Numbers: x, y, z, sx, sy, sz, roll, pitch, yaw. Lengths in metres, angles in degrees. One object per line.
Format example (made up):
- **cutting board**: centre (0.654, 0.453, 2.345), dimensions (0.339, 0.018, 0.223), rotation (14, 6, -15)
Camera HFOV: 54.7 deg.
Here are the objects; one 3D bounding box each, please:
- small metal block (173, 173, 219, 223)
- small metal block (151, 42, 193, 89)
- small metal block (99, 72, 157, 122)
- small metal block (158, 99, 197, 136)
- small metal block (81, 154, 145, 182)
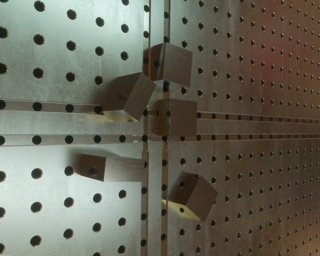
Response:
- **small metal block**: centre (0.054, 0.103, 0.457), dimensions (0.050, 0.025, 0.050), rotation (47, 62, -30)
- **small metal block**: centre (0.017, -0.084, 0.425), dimensions (0.050, 0.025, 0.050), rotation (8, 85, -40)
- **small metal block**: centre (-0.038, -0.035, 0.363), dimensions (0.025, 0.050, 0.050), rotation (37, 67, -34)
- **small metal block**: centre (0.025, -0.013, 0.432), dimensions (0.050, 0.025, 0.050), rotation (2, 89, -40)
- **small metal block**: centre (-0.053, 0.045, 0.350), dimensions (0.050, 0.050, 0.025), rotation (8, 85, -40)
